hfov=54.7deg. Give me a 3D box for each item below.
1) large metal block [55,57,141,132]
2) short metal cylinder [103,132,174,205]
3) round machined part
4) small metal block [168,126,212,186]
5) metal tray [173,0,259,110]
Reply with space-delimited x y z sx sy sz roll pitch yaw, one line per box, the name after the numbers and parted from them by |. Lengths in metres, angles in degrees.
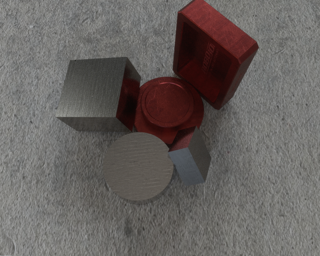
-0.076 -0.041 0.397 0.080 0.050 0.080 1 69 18 | large metal block
-0.025 0.051 0.378 0.081 0.050 0.080 0 70 0 | short metal cylinder
0.009 -0.026 0.411 0.099 0.042 0.098 0 70 -1 | round machined part
0.037 0.033 0.373 0.025 0.050 0.050 -17 112 26 | small metal block
0.060 -0.084 0.384 0.030 0.130 0.090 -43 76 -14 | metal tray
